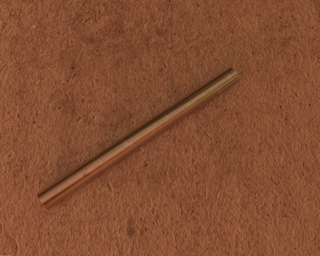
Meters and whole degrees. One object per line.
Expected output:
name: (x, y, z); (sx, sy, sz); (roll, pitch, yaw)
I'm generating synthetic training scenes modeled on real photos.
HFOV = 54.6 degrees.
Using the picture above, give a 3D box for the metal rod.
metal rod: (-0.019, 0.007, 0.407); (0.301, 0.025, 0.025); (-34, 74, -12)
